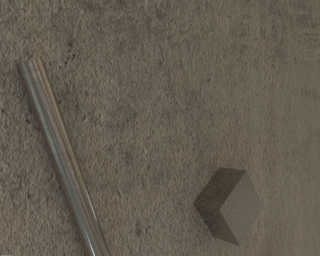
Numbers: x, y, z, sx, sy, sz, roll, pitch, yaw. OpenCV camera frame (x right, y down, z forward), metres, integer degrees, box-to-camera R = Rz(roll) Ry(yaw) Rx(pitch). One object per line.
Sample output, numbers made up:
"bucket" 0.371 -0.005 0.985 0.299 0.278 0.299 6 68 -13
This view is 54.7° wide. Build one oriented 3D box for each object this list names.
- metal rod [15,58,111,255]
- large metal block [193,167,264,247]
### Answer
"metal rod" -0.088 0.076 0.332 0.025 0.025 0.298 -26 106 -37
"large metal block" 0.109 0.120 0.483 0.080 0.050 0.080 -45 118 -31
